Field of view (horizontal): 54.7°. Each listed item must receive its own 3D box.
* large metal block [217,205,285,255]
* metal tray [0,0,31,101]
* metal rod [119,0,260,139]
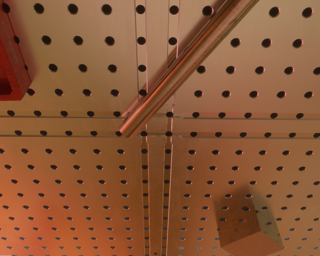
[{"bbox_3d":[0.163,0.195,0.563,0.080,0.050,0.080,-35,122,25],"label":"large metal block"},{"bbox_3d":[-0.204,-0.089,0.330,0.091,0.030,0.129,-1,130,1],"label":"metal tray"},{"bbox_3d":[0.045,-0.088,0.337,0.025,0.025,0.299,29,124,-23],"label":"metal rod"}]
